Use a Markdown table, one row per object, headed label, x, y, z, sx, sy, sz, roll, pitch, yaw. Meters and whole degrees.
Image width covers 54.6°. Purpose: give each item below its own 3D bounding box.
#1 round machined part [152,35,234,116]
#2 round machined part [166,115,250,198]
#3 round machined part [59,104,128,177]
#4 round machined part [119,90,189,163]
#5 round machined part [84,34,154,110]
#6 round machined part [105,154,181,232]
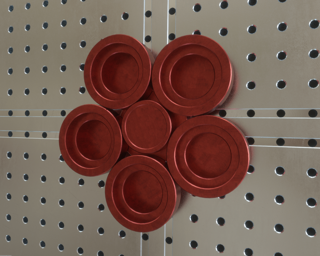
| label | x | y | z | sx | sy | sz | roll | pitch | yaw |
| --- | --- | --- | --- | --- | --- | --- | --- | --- | --- |
| round machined part | 0.043 | -0.063 | 0.388 | 0.098 | 0.042 | 0.097 | 0 | 90 | 20 |
| round machined part | 0.061 | 0.033 | 0.382 | 0.098 | 0.042 | 0.097 | 0 | 90 | 20 |
| round machined part | -0.088 | 0.016 | 0.435 | 0.098 | 0.042 | 0.097 | 0 | 90 | 20 |
| round machined part | -0.011 | -0.001 | 0.407 | 0.098 | 0.042 | 0.097 | 0 | 90 | 20 |
| round machined part | -0.050 | -0.073 | 0.421 | 0.098 | 0.042 | 0.097 | 0 | 90 | 20 |
| round machined part | -0.019 | 0.083 | 0.410 | 0.098 | 0.042 | 0.097 | 0 | 90 | 20 |
